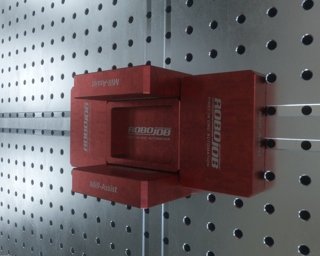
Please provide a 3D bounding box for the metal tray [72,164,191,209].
[{"bbox_3d":[-0.037,0.068,0.394,0.130,0.091,0.030,1,91,39],"label":"metal tray"}]

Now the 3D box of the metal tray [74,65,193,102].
[{"bbox_3d":[-0.035,-0.052,0.394,0.130,0.091,0.030,1,91,39],"label":"metal tray"}]

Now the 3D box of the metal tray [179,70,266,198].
[{"bbox_3d":[0.068,0.005,0.347,0.090,0.030,0.129,1,91,38],"label":"metal tray"}]

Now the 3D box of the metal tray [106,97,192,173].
[{"bbox_3d":[-0.018,0.007,0.416,0.130,0.030,0.089,1,91,39],"label":"metal tray"}]

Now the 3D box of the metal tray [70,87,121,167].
[{"bbox_3d":[-0.102,-0.001,0.487,0.090,0.030,0.129,1,91,39],"label":"metal tray"}]
